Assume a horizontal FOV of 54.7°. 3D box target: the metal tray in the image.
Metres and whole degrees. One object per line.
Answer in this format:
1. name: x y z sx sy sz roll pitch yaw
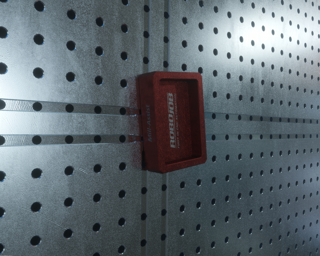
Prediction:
1. metal tray: 0.020 -0.010 0.424 0.091 0.030 0.129 -7 95 -40
